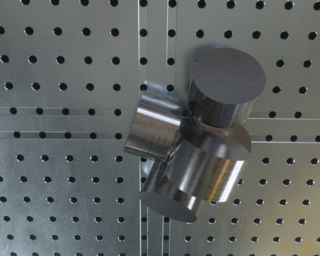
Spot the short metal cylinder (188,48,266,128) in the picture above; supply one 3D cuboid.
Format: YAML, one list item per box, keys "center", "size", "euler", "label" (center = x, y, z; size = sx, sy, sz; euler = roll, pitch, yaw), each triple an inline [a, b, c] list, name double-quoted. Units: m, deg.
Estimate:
- center: [0.075, -0.046, 0.360]
  size: [0.081, 0.080, 0.050]
  euler: [2, 150, -1]
  label: "short metal cylinder"

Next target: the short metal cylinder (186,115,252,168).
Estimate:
- center: [0.073, 0.018, 0.406]
  size: [0.081, 0.050, 0.079]
  euler: [0, 109, 0]
  label: "short metal cylinder"

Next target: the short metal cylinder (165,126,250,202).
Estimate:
- center: [0.052, 0.037, 0.344]
  size: [0.080, 0.080, 0.050]
  euler: [16, 109, -6]
  label: "short metal cylinder"

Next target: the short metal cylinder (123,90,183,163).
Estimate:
- center: [-0.009, -0.002, 0.383]
  size: [0.050, 0.080, 0.079]
  euler: [18, 109, -7]
  label: "short metal cylinder"

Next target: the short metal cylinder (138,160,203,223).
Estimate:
- center: [0.019, 0.083, 0.408]
  size: [0.080, 0.050, 0.080]
  euler: [19, 149, 12]
  label: "short metal cylinder"
